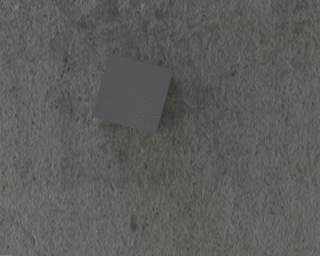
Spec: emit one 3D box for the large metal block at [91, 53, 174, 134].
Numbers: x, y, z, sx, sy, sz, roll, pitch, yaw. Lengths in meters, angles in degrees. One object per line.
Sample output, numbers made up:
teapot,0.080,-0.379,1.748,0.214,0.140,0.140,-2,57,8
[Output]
large metal block,-0.033,-0.041,0.397,0.080,0.050,0.080,15,90,0
